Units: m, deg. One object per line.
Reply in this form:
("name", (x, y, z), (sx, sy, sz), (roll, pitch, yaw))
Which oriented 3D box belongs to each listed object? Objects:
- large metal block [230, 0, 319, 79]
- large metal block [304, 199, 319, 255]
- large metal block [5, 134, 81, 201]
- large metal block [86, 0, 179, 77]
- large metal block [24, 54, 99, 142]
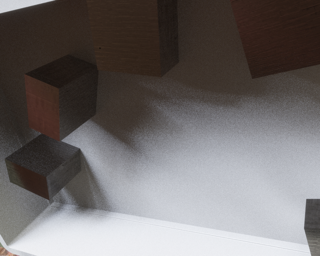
("large metal block", (0.115, -0.097, 0.272), (0.080, 0.050, 0.080), (-9, 114, 32))
("large metal block", (0.219, 0.129, 0.357), (0.080, 0.050, 0.080), (-9, 114, 32))
("large metal block", (-0.189, 0.061, 0.511), (0.080, 0.080, 0.050), (19, 126, 17))
("large metal block", (-0.027, -0.106, 0.341), (0.080, 0.050, 0.079), (10, 123, 22))
("large metal block", (-0.128, -0.042, 0.415), (0.050, 0.080, 0.079), (23, 127, 14))
